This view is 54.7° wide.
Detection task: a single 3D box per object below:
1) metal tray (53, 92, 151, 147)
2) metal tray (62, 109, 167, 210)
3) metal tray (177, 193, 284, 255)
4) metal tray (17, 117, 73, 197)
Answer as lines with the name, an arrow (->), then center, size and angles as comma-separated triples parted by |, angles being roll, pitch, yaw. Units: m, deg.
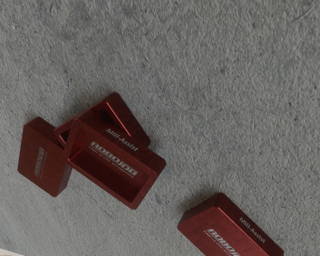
metal tray -> -0.088, 0.013, 0.458 | 0.130, 0.030, 0.090 | -24, 106, 36
metal tray -> -0.066, 0.045, 0.426 | 0.130, 0.030, 0.089 | 34, 129, 5
metal tray -> 0.101, 0.163, 0.452 | 0.130, 0.030, 0.090 | 44, 129, -3
metal tray -> -0.198, 0.054, 0.542 | 0.090, 0.030, 0.129 | 33, 129, 6
